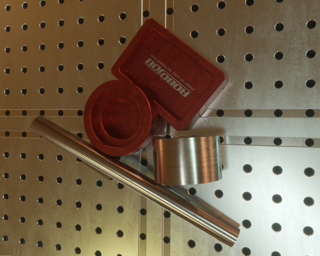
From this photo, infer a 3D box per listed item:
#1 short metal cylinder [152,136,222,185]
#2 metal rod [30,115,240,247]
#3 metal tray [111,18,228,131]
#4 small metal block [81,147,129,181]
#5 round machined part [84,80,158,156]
[{"bbox_3d":[0.032,0.036,0.370,0.080,0.080,0.050,-4,89,19],"label":"short metal cylinder"},{"bbox_3d":[-0.038,0.065,0.403,0.301,0.025,0.025,28,99,8],"label":"metal rod"},{"bbox_3d":[0.010,-0.069,0.405,0.130,0.030,0.090,42,102,15],"label":"metal tray"},{"bbox_3d":[-0.075,0.038,0.438,0.050,0.025,0.050,30,99,17],"label":"small metal block"},{"bbox_3d":[-0.048,-0.013,0.411,0.098,0.042,0.097,0,90,21],"label":"round machined part"}]
